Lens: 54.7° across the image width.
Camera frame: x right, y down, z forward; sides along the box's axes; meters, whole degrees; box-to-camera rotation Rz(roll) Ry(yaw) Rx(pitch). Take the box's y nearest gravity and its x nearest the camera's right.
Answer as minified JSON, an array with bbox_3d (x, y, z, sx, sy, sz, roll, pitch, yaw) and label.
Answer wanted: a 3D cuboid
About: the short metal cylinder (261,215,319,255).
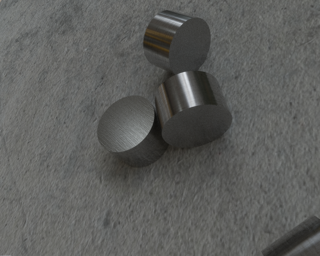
[{"bbox_3d":[0.123,0.115,0.233,0.050,0.080,0.080,-37,51,3],"label":"short metal cylinder"}]

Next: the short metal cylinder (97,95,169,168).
[{"bbox_3d":[-0.033,0.005,0.401,0.080,0.050,0.080,-13,56,20],"label":"short metal cylinder"}]

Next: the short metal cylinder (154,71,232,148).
[{"bbox_3d":[0.037,-0.020,0.360,0.080,0.080,0.050,-23,54,14],"label":"short metal cylinder"}]

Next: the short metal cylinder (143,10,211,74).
[{"bbox_3d":[0.024,-0.116,0.426,0.050,0.080,0.080,32,80,38],"label":"short metal cylinder"}]
